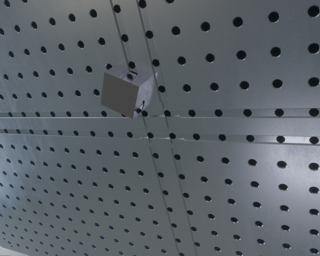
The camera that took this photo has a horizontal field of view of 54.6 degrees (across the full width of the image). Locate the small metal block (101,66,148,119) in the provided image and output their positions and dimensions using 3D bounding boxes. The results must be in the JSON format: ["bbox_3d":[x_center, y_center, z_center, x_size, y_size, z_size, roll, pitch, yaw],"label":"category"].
[{"bbox_3d":[-0.048,-0.047,0.408,0.050,0.025,0.050,25,127,13],"label":"small metal block"}]
